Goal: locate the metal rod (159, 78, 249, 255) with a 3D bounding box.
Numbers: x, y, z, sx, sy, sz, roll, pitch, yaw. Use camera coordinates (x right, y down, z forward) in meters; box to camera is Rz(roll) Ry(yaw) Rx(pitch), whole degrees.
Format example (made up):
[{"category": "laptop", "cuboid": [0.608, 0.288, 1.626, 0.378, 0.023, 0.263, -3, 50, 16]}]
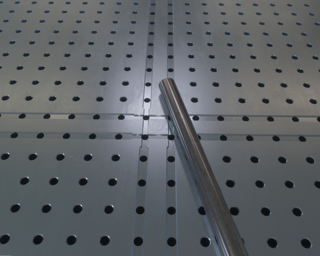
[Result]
[{"category": "metal rod", "cuboid": [0.047, 0.046, 0.369, 0.025, 0.025, 0.300, -11, 51, -9]}]
